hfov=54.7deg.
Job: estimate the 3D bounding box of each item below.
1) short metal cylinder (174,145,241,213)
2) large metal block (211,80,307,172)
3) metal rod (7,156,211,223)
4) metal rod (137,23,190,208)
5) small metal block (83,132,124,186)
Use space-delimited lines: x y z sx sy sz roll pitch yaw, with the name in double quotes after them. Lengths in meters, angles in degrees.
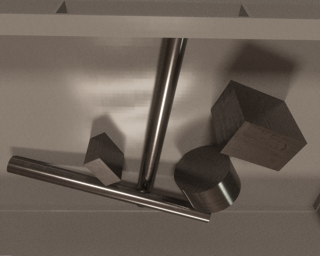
0.067 0.071 0.435 0.080 0.080 0.050 -20 128 16 "short metal cylinder"
0.114 -0.004 0.372 0.081 0.080 0.050 18 128 -15 "large metal block"
-0.071 0.092 0.460 0.302 0.025 0.025 15 129 -4 "metal rod"
-0.006 0.009 0.416 0.025 0.025 0.298 7 130 -6 "metal rod"
-0.076 0.043 0.428 0.025 0.050 0.050 -23 127 18 "small metal block"
